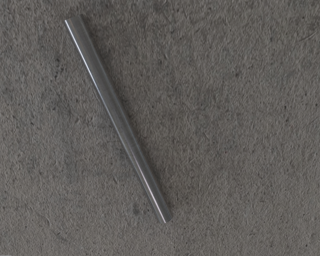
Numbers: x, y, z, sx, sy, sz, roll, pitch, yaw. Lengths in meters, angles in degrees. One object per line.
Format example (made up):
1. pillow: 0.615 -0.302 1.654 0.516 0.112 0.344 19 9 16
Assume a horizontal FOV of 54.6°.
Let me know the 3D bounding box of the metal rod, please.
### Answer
1. metal rod: -0.047 0.002 0.410 0.025 0.025 0.299 -20 109 7
